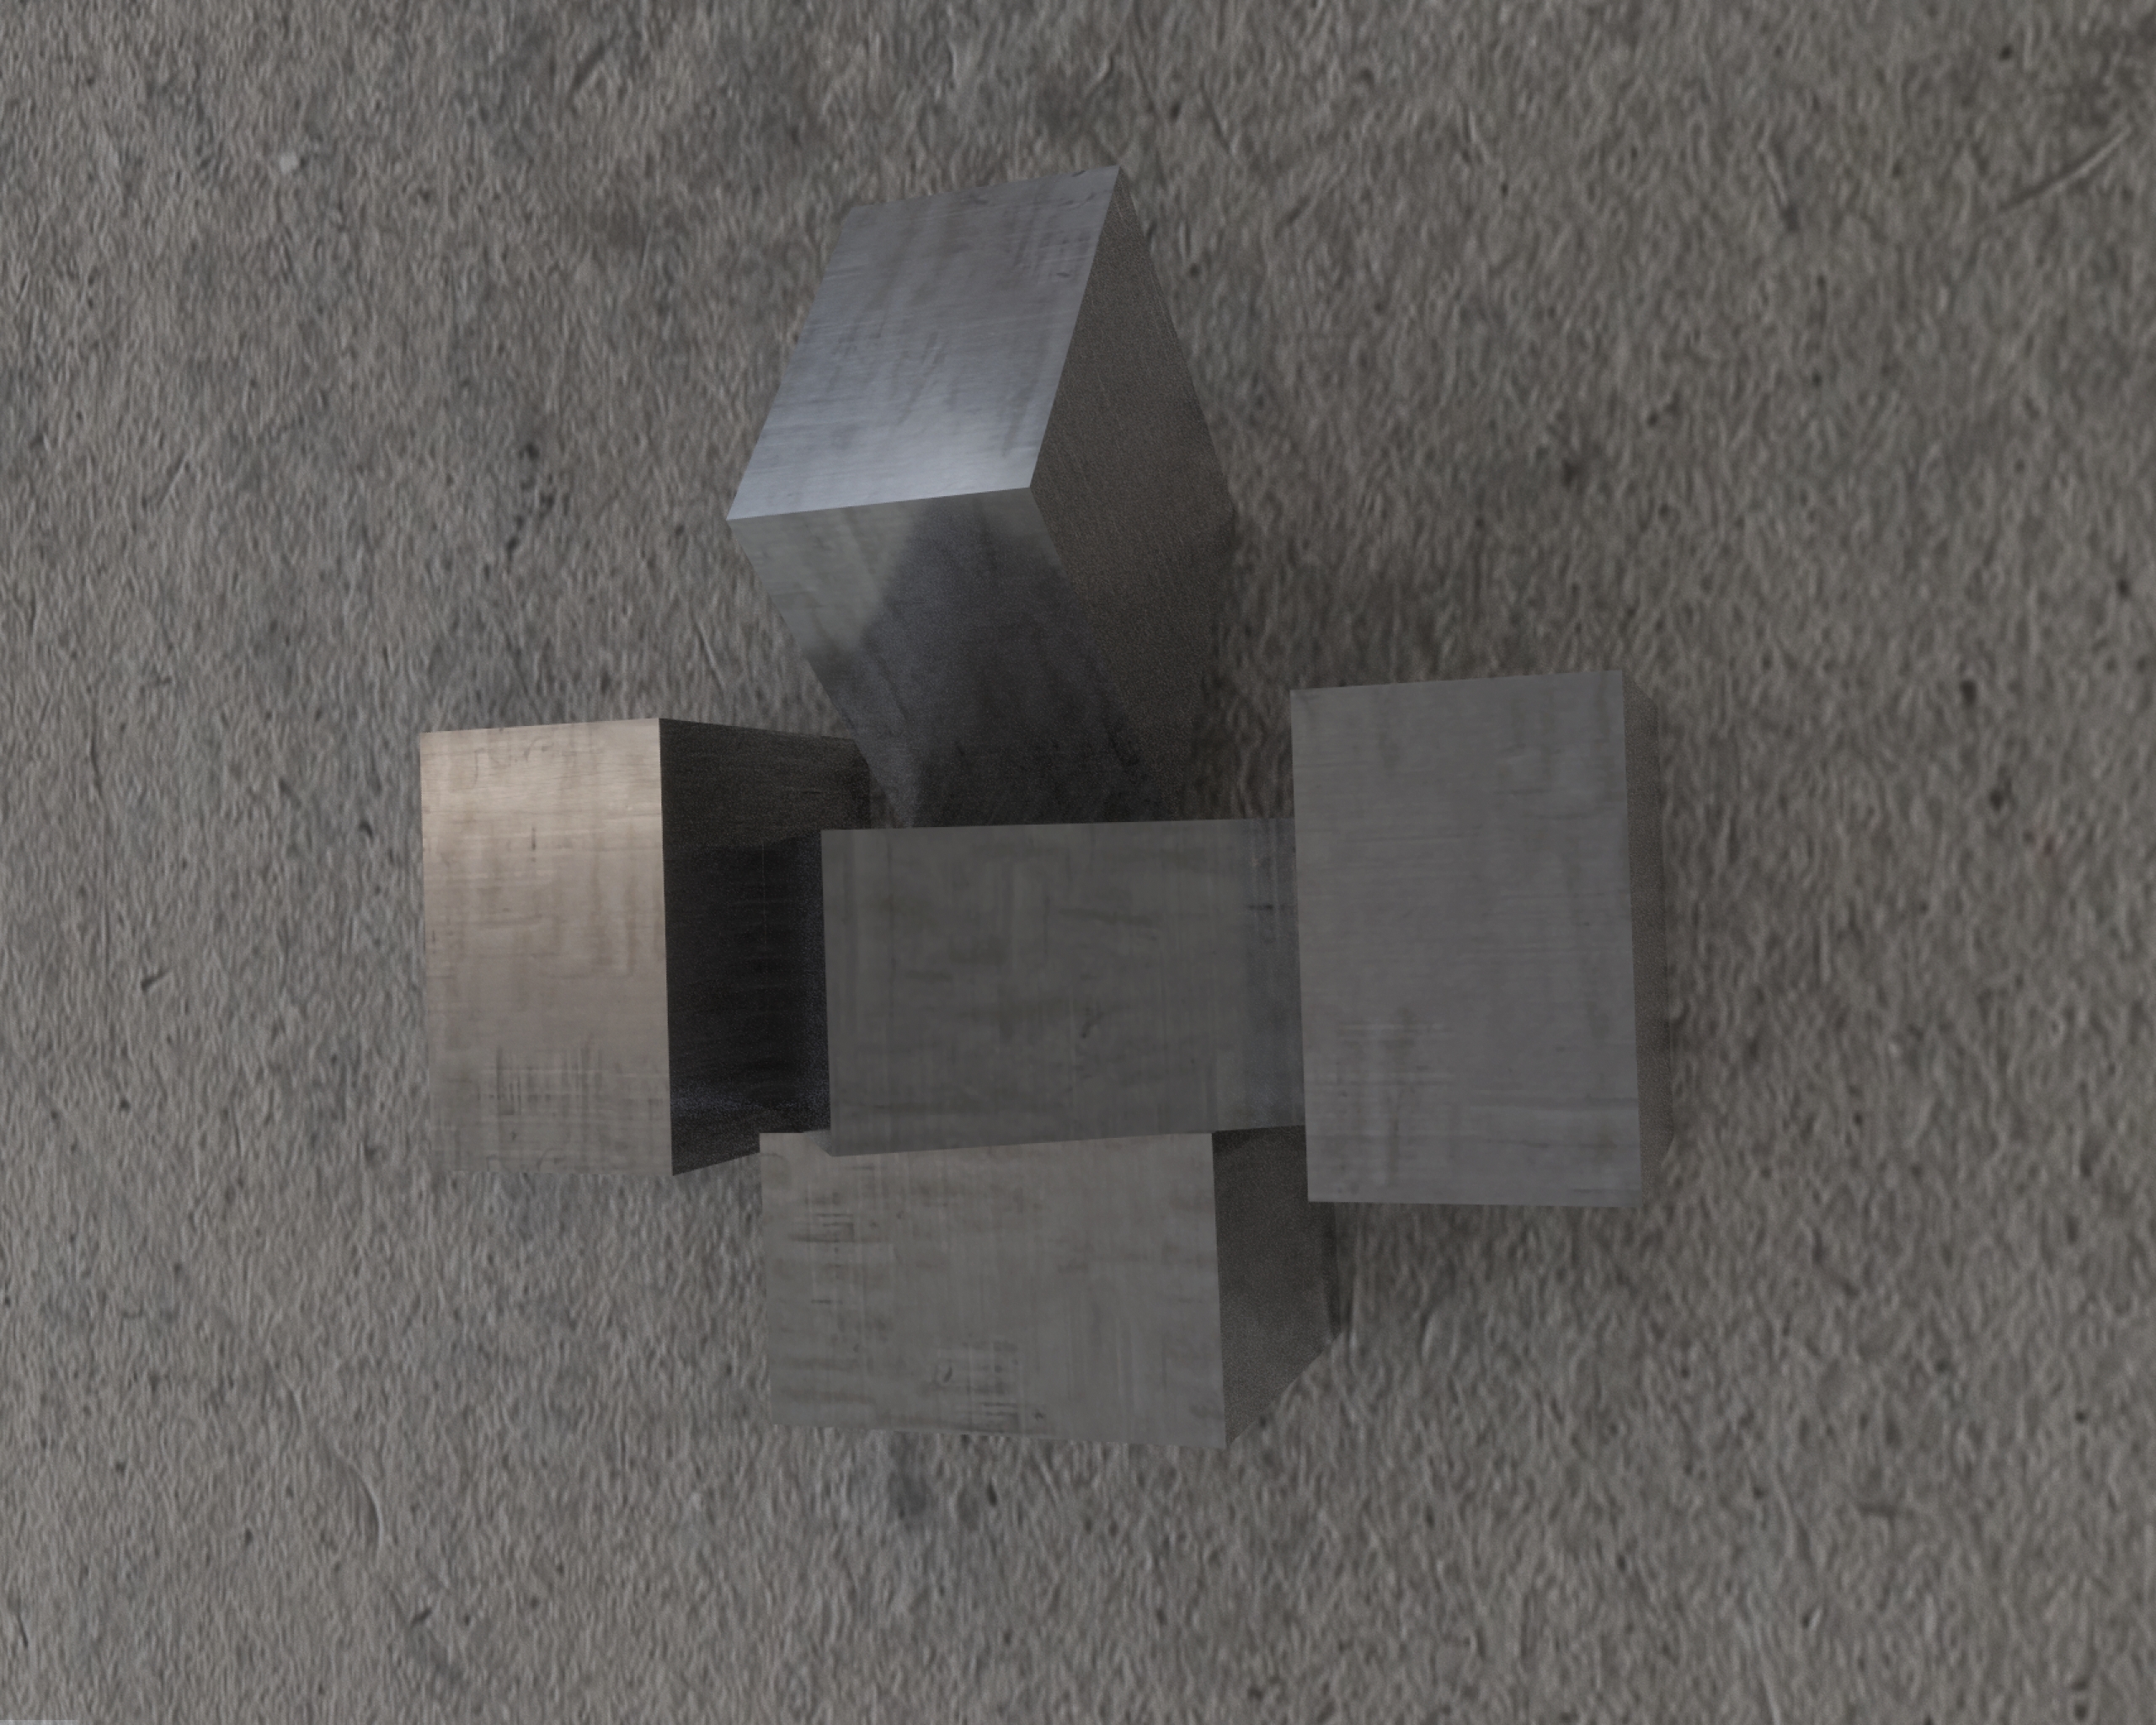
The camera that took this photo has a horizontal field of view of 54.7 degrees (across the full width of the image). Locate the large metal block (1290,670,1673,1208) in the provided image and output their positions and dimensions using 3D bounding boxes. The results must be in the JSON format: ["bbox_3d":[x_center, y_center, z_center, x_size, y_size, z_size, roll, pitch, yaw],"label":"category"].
[{"bbox_3d":[0.071,0.012,0.354,0.050,0.080,0.080,-2,89,19],"label":"large metal block"}]

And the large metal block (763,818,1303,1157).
[{"bbox_3d":[-0.010,0.019,0.366,0.081,0.080,0.050,-2,89,-15],"label":"large metal block"}]

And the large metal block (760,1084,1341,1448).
[{"bbox_3d":[-0.002,0.069,0.380,0.080,0.080,0.050,-3,90,20],"label":"large metal block"}]

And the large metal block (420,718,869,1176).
[{"bbox_3d":[-0.081,0.015,0.408,0.050,0.080,0.080,-2,89,21],"label":"large metal block"}]

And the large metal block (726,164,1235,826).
[{"bbox_3d":[-0.012,-0.061,0.367,0.050,0.080,0.080,-3,51,20],"label":"large metal block"}]
